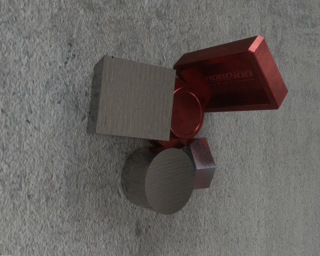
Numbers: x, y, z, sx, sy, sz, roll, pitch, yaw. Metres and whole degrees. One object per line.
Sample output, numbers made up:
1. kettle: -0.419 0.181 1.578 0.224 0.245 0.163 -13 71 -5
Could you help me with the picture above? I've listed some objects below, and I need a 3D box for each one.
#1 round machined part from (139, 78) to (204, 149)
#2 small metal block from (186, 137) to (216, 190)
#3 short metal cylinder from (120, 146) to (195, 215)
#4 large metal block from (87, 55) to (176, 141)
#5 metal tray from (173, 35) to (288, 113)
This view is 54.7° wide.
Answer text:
1. round machined part: 0.021 -0.019 0.416 0.099 0.042 0.097 0 90 -40
2. small metal block: 0.053 0.049 0.422 0.025 0.050 0.050 -5 139 -10
3. short metal cylinder: -0.002 0.064 0.391 0.081 0.050 0.079 0 90 -40
4. large metal block: -0.033 -0.029 0.348 0.081 0.050 0.080 7 85 -23
5. metal tray: 0.090 -0.065 0.414 0.030 0.130 0.090 -52 121 -28
